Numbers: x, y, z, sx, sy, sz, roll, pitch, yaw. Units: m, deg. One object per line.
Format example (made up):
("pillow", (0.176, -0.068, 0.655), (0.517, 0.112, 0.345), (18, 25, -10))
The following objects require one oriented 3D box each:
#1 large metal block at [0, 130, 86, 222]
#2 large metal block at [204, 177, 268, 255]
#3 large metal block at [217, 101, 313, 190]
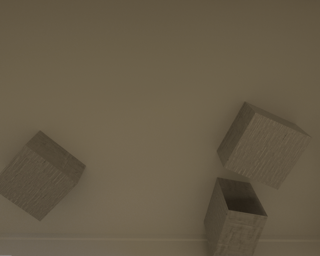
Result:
("large metal block", (-0.163, 0.064, 0.420), (0.080, 0.050, 0.080), (42, 105, -14))
("large metal block", (0.100, 0.127, 0.429), (0.050, 0.080, 0.079), (11, 110, -4))
("large metal block", (0.133, 0.022, 0.407), (0.080, 0.050, 0.080), (23, 108, -8))
